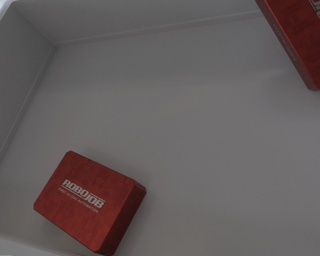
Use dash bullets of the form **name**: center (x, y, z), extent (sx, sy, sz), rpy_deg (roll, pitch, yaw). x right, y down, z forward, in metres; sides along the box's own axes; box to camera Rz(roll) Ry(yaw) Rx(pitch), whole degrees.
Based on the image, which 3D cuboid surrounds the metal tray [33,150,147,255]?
- **metal tray**: center (-0.092, 0.090, 0.396), extent (0.130, 0.030, 0.090), rpy_deg (18, 71, 35)

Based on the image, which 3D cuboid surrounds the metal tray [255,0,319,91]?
- **metal tray**: center (0.176, -0.117, 0.335), extent (0.090, 0.030, 0.130), rpy_deg (-31, 89, 9)
